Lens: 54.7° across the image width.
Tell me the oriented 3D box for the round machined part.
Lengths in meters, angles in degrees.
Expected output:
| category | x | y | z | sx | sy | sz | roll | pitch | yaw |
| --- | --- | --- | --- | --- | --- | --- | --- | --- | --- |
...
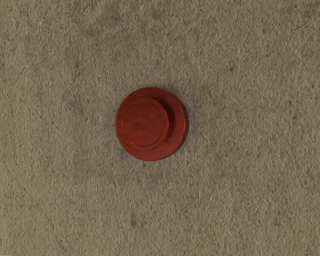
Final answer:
| category | x | y | z | sx | sy | sz | roll | pitch | yaw |
| --- | --- | --- | --- | --- | --- | --- | --- | --- | --- |
| round machined part | -0.015 | -0.005 | 0.405 | 0.098 | 0.042 | 0.097 | 0 | 90 | 19 |
